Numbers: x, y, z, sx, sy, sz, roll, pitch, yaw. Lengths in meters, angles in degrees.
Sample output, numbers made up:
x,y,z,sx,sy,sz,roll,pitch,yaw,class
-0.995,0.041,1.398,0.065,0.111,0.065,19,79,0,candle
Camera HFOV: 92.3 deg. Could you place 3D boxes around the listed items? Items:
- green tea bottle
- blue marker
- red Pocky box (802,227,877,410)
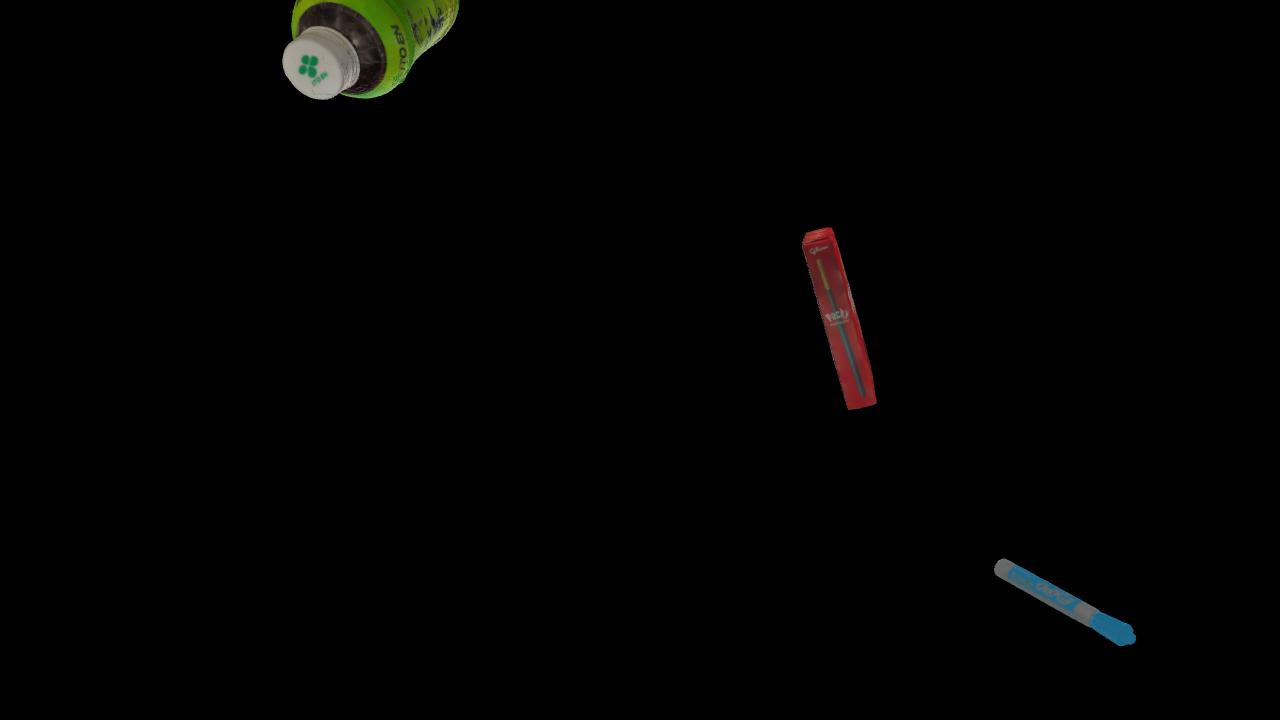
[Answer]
x,y,z,sx,sy,sz,roll,pitch,yaw,class
-0.174,-0.220,0.404,0.073,0.073,0.212,0,43,-1,green tea bottle
0.366,0.209,0.536,0.020,0.020,0.121,0,9,-17,blue marker
0.181,-0.040,0.555,0.028,0.155,0.083,-15,12,22,red Pocky box
